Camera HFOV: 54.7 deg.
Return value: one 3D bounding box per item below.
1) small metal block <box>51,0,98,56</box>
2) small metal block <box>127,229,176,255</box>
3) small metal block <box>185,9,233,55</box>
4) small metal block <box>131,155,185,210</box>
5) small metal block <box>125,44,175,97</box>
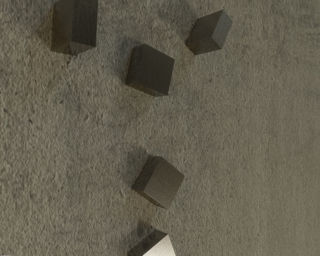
[{"bbox_3d":[-0.087,-0.105,0.315,0.025,0.050,0.050,4,88,-40],"label":"small metal block"},{"bbox_3d":[-0.008,0.169,0.398,0.050,0.025,0.050,-29,108,-36],"label":"small metal block"},{"bbox_3d":[0.070,-0.137,0.447,0.025,0.050,0.050,37,67,-34],"label":"small metal block"},{"bbox_3d":[-0.001,0.071,0.403,0.050,0.025,0.050,43,64,-32],"label":"small metal block"},{"bbox_3d":[-0.012,-0.072,0.394,0.050,0.025,0.050,19,78,-39],"label":"small metal block"}]
